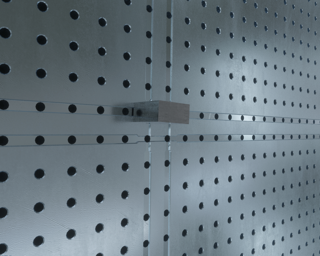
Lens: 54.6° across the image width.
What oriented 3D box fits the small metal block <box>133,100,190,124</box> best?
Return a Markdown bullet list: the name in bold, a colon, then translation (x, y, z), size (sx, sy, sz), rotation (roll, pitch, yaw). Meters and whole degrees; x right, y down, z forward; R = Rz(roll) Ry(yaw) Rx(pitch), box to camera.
- **small metal block**: translation (0.002, -0.019, 0.393), size (0.050, 0.050, 0.025), rotation (4, 88, -40)
